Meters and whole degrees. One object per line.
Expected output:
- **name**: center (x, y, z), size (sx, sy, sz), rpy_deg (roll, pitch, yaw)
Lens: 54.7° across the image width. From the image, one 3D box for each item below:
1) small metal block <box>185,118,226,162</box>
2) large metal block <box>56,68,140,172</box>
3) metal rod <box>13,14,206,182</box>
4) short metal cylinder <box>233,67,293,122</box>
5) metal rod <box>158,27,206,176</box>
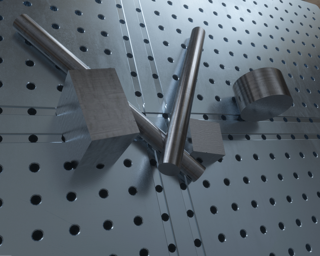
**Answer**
- **small metal block**: center (0.059, 0.017, 0.429), size (0.050, 0.025, 0.050), rpy_deg (9, 58, -24)
- **large metal block**: center (-0.072, -0.008, 0.339), size (0.050, 0.080, 0.080), rpy_deg (-10, 67, -32)
- **metal rod**: center (-0.063, -0.038, 0.396), size (0.300, 0.025, 0.025), rpy_deg (41, 51, -1)
- **short metal cylinder**: center (0.161, -0.051, 0.491), size (0.081, 0.080, 0.050), rpy_deg (5, 60, -26)
- **metal rod**: center (0.039, -0.061, 0.446), size (0.025, 0.025, 0.300), rpy_deg (26, 46, -12)
